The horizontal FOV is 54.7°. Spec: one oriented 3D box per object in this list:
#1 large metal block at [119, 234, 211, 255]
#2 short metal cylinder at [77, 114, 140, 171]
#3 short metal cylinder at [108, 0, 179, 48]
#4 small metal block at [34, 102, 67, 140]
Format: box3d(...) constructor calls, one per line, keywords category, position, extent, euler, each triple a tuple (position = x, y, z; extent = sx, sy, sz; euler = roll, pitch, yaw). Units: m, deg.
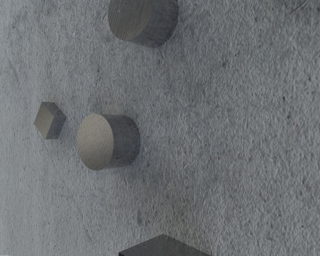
box3d(category="large metal block", position=(0.006, 0.173, 0.364), extent=(0.080, 0.081, 0.050), euler=(10, 97, 39))
box3d(category="short metal cylinder", position=(-0.075, 0.020, 0.451), extent=(0.080, 0.050, 0.080), euler=(0, 90, 40))
box3d(category="short metal cylinder", position=(-0.022, -0.150, 0.407), extent=(0.080, 0.050, 0.080), euler=(0, 90, 40))
box3d(category="small metal block", position=(-0.204, -0.014, 0.574), extent=(0.050, 0.025, 0.050), euler=(43, 116, 31))
